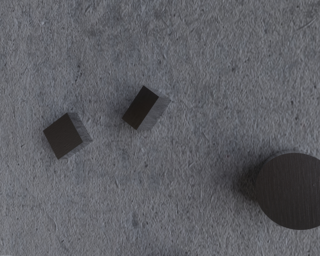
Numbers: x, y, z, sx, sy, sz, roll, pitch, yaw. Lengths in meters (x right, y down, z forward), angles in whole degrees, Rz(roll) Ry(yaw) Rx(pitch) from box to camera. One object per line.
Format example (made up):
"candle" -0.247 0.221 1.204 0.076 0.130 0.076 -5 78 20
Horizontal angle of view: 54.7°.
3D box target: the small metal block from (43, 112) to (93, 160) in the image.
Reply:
"small metal block" -0.136 0.012 0.457 0.050 0.025 0.050 -34 79 16

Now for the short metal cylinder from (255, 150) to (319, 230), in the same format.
"short metal cylinder" 0.149 0.065 0.343 0.080 0.050 0.080 0 90 20

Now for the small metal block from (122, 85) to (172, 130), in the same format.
"small metal block" -0.016 -0.025 0.401 0.025 0.050 0.050 38 102 16
